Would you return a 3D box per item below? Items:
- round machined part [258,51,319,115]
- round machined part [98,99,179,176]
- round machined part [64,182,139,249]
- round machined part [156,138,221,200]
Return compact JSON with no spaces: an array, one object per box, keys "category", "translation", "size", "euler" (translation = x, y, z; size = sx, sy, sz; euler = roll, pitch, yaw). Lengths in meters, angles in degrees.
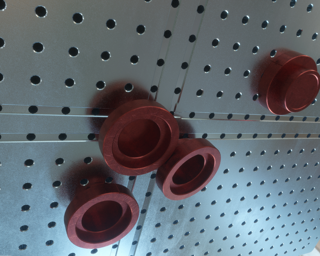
[{"category":"round machined part","translation":[0.202,-0.063,0.471],"size":[0.099,0.042,0.097],"euler":[-14,124,-21]},{"category":"round machined part","translation":[-0.029,0.008,0.389],"size":[0.099,0.042,0.097],"euler":[-13,124,-20]},{"category":"round machined part","translation":[-0.081,0.114,0.426],"size":[0.099,0.042,0.097],"euler":[-14,124,-21]},{"category":"round machined part","translation":[0.036,0.054,0.445],"size":[0.099,0.042,0.097],"euler":[-21,135,-23]}]
